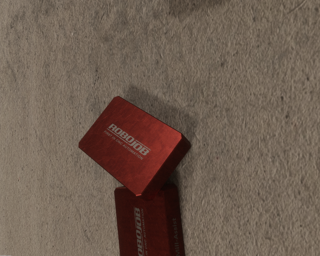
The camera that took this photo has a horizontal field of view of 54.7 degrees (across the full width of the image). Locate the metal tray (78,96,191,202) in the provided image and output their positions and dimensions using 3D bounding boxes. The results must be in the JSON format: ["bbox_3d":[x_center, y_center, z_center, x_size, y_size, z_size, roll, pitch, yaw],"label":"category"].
[{"bbox_3d":[-0.037,0.022,0.405,0.130,0.030,0.090,32,81,35],"label":"metal tray"}]

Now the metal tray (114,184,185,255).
[{"bbox_3d":[-0.015,0.142,0.412,0.090,0.030,0.129,-10,84,39],"label":"metal tray"}]
